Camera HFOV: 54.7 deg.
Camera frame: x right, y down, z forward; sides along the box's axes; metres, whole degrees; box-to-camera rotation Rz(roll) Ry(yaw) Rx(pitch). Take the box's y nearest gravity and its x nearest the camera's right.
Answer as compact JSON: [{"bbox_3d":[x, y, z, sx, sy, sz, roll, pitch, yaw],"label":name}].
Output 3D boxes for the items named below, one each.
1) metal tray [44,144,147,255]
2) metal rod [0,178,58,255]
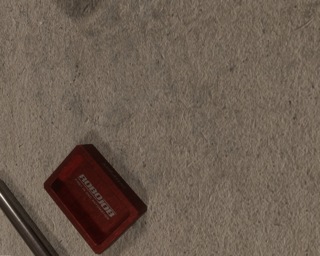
[{"bbox_3d":[-0.093,0.097,0.437,0.130,0.030,0.090,46,104,14],"label":"metal tray"},{"bbox_3d":[-0.170,0.195,0.466,0.300,0.025,0.025,46,104,14],"label":"metal rod"}]
